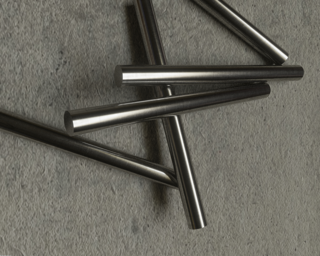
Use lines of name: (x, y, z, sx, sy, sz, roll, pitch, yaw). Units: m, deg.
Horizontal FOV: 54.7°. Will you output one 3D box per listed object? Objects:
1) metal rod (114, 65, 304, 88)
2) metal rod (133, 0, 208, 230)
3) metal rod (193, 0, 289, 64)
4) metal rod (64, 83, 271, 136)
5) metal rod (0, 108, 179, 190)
metal rod: (0.085, -0.072, 0.414, 0.303, 0.025, 0.025, -7, 93, -29)
metal rod: (0.012, -0.021, 0.396, 0.025, 0.025, 0.298, -13, 88, -20)
metal rod: (0.065, -0.180, 0.432, 0.301, 0.025, 0.025, 31, 80, -18)
metal rod: (0.035, -0.031, 0.381, 0.303, 0.025, 0.025, -12, 95, -35)
metal rod: (-0.102, 0.020, 0.371, 0.302, 0.025, 0.025, 22, 83, -19)
